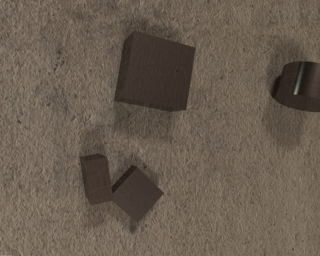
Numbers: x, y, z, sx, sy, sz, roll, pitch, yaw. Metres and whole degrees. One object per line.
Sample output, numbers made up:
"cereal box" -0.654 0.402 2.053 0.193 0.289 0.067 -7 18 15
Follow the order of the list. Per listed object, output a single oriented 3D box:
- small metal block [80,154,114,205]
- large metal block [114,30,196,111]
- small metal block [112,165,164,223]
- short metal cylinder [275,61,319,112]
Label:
"small metal block" -0.076 0.059 0.368 0.025 0.050 0.050 -9 94 -20
"large metal block" -0.007 -0.068 0.394 0.081 0.050 0.080 10 87 -20
"small metal block" -0.032 0.084 0.398 0.050 0.025 0.050 -47 105 -14
"short metal cylinder" 0.220 -0.060 0.463 0.081 0.080 0.050 19 84 -20
